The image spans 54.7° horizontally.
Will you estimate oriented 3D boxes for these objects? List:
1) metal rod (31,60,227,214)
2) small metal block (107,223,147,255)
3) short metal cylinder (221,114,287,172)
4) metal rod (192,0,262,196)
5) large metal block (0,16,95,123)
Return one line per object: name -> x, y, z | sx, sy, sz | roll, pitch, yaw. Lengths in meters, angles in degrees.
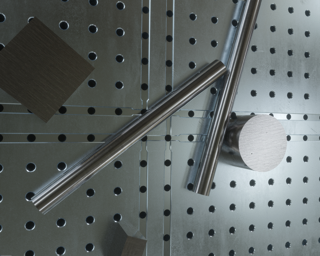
metal rod -> -0.028, 0.002, 0.402 | 0.301, 0.025, 0.025 | -38, 102, -16
small metal block -> -0.043, 0.152, 0.384 | 0.025, 0.050, 0.050 | 21, 83, -19
short metal cylinder -> 0.134, 0.021, 0.449 | 0.081, 0.050, 0.079 | 0, 90, -20
metal rod -> 0.098, -0.051, 0.448 | 0.025, 0.025, 0.299 | 18, 84, -19
large metal block -> -0.134, -0.061, 0.350 | 0.080, 0.050, 0.080 | 41, 77, -16
